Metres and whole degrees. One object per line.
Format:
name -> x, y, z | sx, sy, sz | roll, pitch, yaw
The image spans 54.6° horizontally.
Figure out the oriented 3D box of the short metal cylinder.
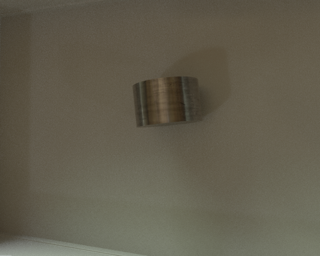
short metal cylinder -> 0.009, -0.029, 0.378 | 0.080, 0.080, 0.050 | -7, 88, 20
